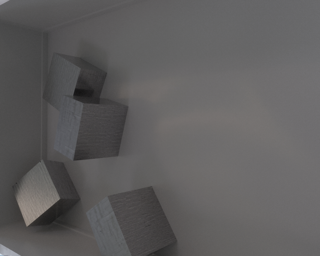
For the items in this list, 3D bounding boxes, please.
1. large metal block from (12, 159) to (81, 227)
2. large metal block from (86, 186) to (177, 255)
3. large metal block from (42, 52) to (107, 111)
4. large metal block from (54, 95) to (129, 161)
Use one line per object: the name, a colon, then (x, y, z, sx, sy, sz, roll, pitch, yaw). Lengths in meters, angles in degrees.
large metal block: (-0.199, 0.113, 0.540, 0.080, 0.050, 0.080, -40, 65, 12)
large metal block: (-0.036, 0.128, 0.401, 0.050, 0.081, 0.080, -41, 65, 32)
large metal block: (-0.141, -0.069, 0.508, 0.080, 0.050, 0.079, 32, 110, 35)
large metal block: (-0.100, -0.001, 0.454, 0.050, 0.081, 0.079, 21, 104, 38)
